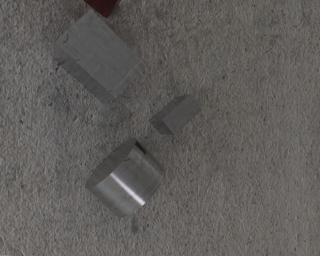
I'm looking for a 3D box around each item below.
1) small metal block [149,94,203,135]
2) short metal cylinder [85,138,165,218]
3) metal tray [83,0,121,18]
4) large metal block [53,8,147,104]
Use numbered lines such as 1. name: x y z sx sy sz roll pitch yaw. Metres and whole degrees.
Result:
1. small metal block: 0.019 -0.017 0.403 0.050 0.050 0.025 -42 104 -15
2. short metal cylinder: -0.040 0.057 0.365 0.080 0.080 0.050 -46 105 -14
3. metal tray: -0.095 -0.187 0.339 0.130 0.090 0.030 36 79 -17
4. large metal block: -0.071 -0.076 0.353 0.080 0.080 0.050 43 77 -15
